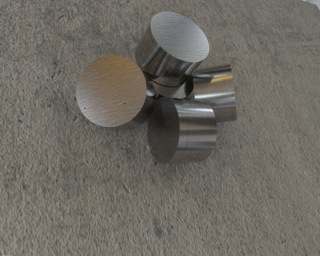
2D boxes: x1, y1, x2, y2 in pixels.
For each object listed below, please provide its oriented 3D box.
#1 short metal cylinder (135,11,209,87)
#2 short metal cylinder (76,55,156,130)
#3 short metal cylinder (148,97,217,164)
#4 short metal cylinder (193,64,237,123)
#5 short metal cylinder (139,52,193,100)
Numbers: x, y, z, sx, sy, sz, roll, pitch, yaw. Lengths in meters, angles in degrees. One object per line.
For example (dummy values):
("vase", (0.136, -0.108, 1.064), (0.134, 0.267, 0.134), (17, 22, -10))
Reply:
("short metal cylinder", (0.015, -0.100, 0.395), (0.081, 0.050, 0.080), (14, 56, -21))
("short metal cylinder", (-0.049, -0.039, 0.362), (0.080, 0.050, 0.080), (-1, 85, 10))
("short metal cylinder", (0.025, 0.003, 0.382), (0.050, 0.080, 0.080), (2, 61, -28))
("short metal cylinder", (0.078, -0.047, 0.435), (0.050, 0.080, 0.080), (-7, 58, 12))
("short metal cylinder", (0.000, -0.060, 0.428), (0.081, 0.050, 0.080), (14, 56, -21))
